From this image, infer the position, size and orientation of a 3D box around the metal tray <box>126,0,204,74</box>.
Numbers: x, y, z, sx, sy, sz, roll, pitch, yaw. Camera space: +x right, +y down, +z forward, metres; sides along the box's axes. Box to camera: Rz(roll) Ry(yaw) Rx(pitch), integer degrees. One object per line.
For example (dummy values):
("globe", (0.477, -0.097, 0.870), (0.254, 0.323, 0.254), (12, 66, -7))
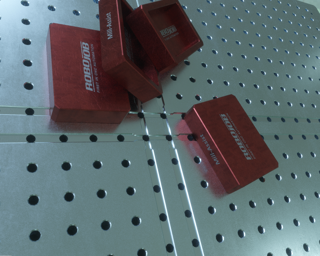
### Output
("metal tray", (0.013, -0.142, 0.463), (0.090, 0.030, 0.131), (57, 35, -10))

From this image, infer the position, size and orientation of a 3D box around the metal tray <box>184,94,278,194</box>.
("metal tray", (0.104, 0.018, 0.452), (0.091, 0.030, 0.130), (-18, 71, -35))

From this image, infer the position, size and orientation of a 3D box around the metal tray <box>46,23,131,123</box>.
("metal tray", (-0.094, -0.070, 0.398), (0.091, 0.030, 0.130), (2, 61, -28))

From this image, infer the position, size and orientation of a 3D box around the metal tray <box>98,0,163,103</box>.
("metal tray", (-0.040, -0.109, 0.415), (0.090, 0.030, 0.130), (38, 35, -50))
